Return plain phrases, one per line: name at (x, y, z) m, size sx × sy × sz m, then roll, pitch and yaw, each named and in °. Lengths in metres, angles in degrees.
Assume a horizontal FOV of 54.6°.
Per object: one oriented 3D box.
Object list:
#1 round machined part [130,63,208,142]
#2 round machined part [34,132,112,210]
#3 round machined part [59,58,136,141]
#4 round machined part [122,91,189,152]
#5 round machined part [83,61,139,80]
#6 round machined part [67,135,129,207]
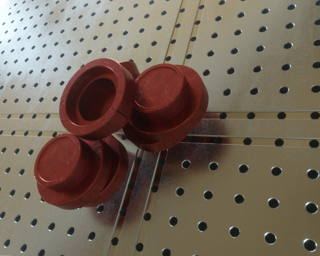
round machined part at (0.003, -0.037, 0.364) m, size 0.098 × 0.042 × 0.098 m, roll -13°, pitch 55°, yaw 20°
round machined part at (-0.111, 0.045, 0.374) m, size 0.098 × 0.042 × 0.098 m, roll -13°, pitch 56°, yaw 21°
round machined part at (-0.069, -0.031, 0.371) m, size 0.098 × 0.042 × 0.098 m, roll -12°, pitch 64°, yaw 27°
round machined part at (-0.007, -0.023, 0.389) m, size 0.098 × 0.042 × 0.098 m, roll -13°, pitch 56°, yaw 21°
round machined part at (-0.072, -0.054, 0.445) m, size 0.098 × 0.098 × 0.042 m, roll -25°, pitch 88°, yaw 13°
round machined part at (-0.093, 0.047, 0.392) m, size 0.098 × 0.042 × 0.098 m, roll -13°, pitch 56°, yaw 21°
